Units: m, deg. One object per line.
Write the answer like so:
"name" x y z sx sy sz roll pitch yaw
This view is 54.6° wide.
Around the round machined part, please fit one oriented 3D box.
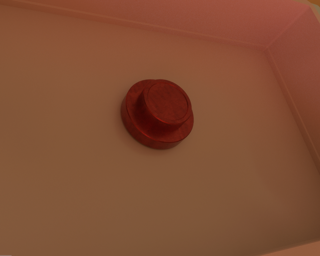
"round machined part" 0.002 -0.025 0.407 0.099 0.042 0.098 13 56 -21
